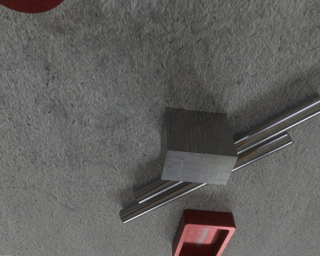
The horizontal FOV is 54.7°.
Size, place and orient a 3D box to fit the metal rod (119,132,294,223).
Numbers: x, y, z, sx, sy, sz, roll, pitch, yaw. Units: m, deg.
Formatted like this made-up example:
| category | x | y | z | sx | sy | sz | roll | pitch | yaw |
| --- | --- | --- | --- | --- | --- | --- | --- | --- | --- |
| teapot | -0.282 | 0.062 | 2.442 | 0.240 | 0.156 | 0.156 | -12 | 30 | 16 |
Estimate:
| category | x | y | z | sx | sy | sz | roll | pitch | yaw |
| --- | --- | --- | --- | --- | --- | --- | --- | --- | --- |
| metal rod | 0.056 | 0.081 | 0.477 | 0.300 | 0.025 | 0.025 | -31 | 124 | 23 |

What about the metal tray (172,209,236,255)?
| category | x | y | z | sx | sy | sz | roll | pitch | yaw |
| --- | --- | --- | --- | --- | --- | --- | --- | --- | --- |
| metal tray | 0.078 | 0.205 | 0.579 | 0.091 | 0.030 | 0.129 | 6 | 130 | -6 |

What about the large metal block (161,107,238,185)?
| category | x | y | z | sx | sy | sz | roll | pitch | yaw |
| --- | --- | --- | --- | --- | --- | --- | --- | --- | --- |
| large metal block | 0.044 | 0.021 | 0.390 | 0.081 | 0.080 | 0.050 | 6 | 130 | -6 |

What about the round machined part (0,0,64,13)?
| category | x | y | z | sx | sy | sz | roll | pitch | yaw |
| --- | --- | --- | --- | --- | --- | --- | --- | --- | --- |
| round machined part | -0.124 | -0.148 | 0.268 | 0.099 | 0.042 | 0.097 | -1 | 130 | 0 |

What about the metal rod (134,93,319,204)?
| category | x | y | z | sx | sy | sz | roll | pitch | yaw |
| --- | --- | --- | --- | --- | --- | --- | --- | --- | --- |
| metal rod | 0.084 | 0.039 | 0.441 | 0.300 | 0.025 | 0.025 | -31 | 124 | 23 |
